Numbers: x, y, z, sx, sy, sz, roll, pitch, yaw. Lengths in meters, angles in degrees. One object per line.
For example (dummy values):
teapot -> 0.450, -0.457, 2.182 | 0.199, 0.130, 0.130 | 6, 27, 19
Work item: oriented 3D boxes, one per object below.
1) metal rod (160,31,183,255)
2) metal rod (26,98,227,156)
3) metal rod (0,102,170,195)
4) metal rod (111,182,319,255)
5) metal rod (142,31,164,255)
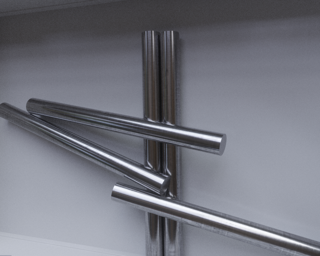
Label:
metal rod -> 0.015, 0.027, 0.401 | 0.025, 0.025, 0.298 | -1, 90, 19
metal rod -> -0.063, -0.008, 0.409 | 0.301, 0.025, 0.025 | 11, 94, 26
metal rod -> -0.122, 0.021, 0.437 | 0.301, 0.025, 0.025 | 21, 97, 23
metal rod -> 0.086, 0.116, 0.360 | 0.301, 0.025, 0.025 | 14, 95, 13
metal rod -> -0.009, 0.024, 0.410 | 0.025, 0.025, 0.298 | -1, 90, 19
